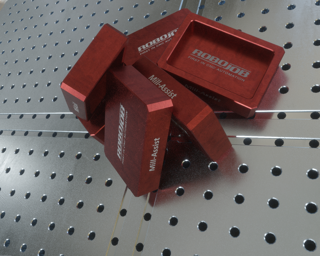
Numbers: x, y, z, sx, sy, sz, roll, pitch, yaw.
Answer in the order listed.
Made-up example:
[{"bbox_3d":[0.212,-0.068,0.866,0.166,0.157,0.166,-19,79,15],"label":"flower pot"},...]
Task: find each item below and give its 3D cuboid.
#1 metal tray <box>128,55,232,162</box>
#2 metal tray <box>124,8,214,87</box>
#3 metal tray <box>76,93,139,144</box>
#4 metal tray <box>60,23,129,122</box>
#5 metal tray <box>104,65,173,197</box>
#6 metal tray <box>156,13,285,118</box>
[{"bbox_3d":[0.021,-0.024,0.370,0.030,0.090,0.130,-44,51,-2],"label":"metal tray"},{"bbox_3d":[0.007,-0.116,0.450,0.131,0.030,0.090,-29,54,-8],"label":"metal tray"},{"bbox_3d":[-0.066,-0.050,0.471,0.130,0.030,0.090,-43,52,-2],"label":"metal tray"},{"bbox_3d":[-0.081,-0.063,0.393,0.030,0.130,0.090,33,76,-5],"label":"metal tray"},{"bbox_3d":[-0.031,0.005,0.361,0.030,0.129,0.090,-16,43,-30],"label":"metal tray"},{"bbox_3d":[0.073,-0.080,0.385,0.130,0.030,0.090,27,75,14],"label":"metal tray"}]
